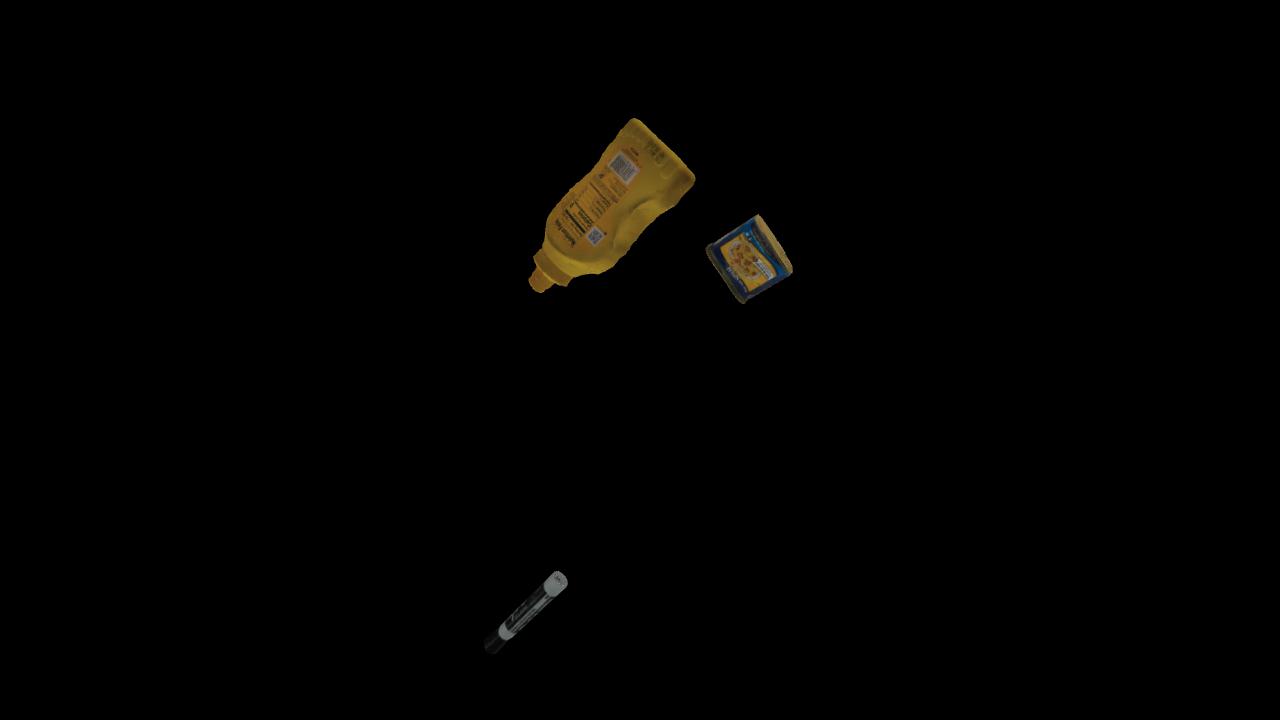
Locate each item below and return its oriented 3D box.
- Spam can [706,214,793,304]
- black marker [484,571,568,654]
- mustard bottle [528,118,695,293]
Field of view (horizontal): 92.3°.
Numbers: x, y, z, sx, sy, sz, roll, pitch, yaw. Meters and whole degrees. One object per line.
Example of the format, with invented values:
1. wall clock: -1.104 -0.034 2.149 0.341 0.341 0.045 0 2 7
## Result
1. Spam can: 0.160 -0.146 0.891 0.085 0.101 0.058 -31 12 27
2. black marker: -0.115 0.253 0.609 0.121 0.020 0.020 -47 -18 18
3. mustard bottle: -0.040 -0.133 0.583 0.184 0.092 0.054 -45 -22 12
